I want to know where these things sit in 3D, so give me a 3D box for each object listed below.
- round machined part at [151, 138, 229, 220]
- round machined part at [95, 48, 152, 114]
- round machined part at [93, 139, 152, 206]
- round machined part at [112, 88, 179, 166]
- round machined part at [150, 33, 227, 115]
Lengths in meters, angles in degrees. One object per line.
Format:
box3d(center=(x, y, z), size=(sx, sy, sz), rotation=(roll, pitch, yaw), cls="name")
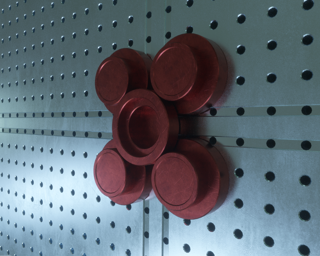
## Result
box3d(center=(0.028, 0.061, 0.372), size=(0.098, 0.042, 0.097), rotation=(0, 90, 39), cls="round machined part")
box3d(center=(-0.055, -0.065, 0.440), size=(0.098, 0.042, 0.097), rotation=(0, 90, 39), cls="round machined part")
box3d(center=(-0.058, 0.062, 0.444), size=(0.098, 0.042, 0.097), rotation=(0, 90, 39), cls="round machined part")
box3d(center=(-0.014, -0.001, 0.406), size=(0.098, 0.042, 0.097), rotation=(0, 90, 39), cls="round machined part")
box3d(center=(0.027, -0.065, 0.374), size=(0.098, 0.042, 0.097), rotation=(0, 90, 39), cls="round machined part")
